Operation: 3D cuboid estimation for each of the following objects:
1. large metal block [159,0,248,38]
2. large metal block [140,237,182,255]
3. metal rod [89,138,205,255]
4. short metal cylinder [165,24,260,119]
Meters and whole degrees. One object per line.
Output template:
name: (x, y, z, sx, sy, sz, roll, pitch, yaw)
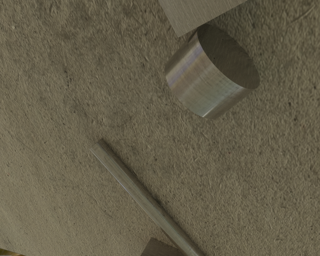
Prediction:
large metal block: (0.039, -0.142, 0.282, 0.080, 0.050, 0.080, -19, 108, 35)
large metal block: (0.002, 0.246, 0.522, 0.080, 0.080, 0.050, 19, 126, 17)
metal rod: (-0.003, 0.138, 0.493, 0.025, 0.025, 0.300, -34, 100, 38)
short metal cylinder: (0.052, -0.056, 0.309, 0.080, 0.080, 0.050, 45, 129, -3)
